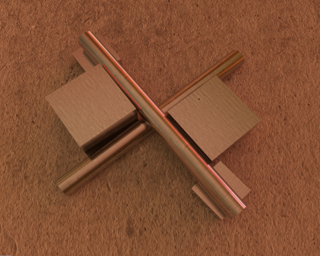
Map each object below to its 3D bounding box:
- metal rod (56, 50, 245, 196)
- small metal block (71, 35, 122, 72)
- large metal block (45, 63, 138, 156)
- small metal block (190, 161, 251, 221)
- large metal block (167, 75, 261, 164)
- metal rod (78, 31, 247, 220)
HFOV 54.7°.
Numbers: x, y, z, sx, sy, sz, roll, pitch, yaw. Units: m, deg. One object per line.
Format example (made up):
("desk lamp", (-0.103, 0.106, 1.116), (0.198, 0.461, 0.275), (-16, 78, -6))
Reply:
("metal rod", (-0.004, -0.014, 0.415), (0.301, 0.025, 0.025), (-37, 74, -13))
("small metal block", (-0.089, -0.097, 0.445), (0.050, 0.025, 0.050), (-36, 74, -12))
("large metal block", (-0.085, -0.022, 0.402), (0.080, 0.050, 0.080), (-35, 74, -12))
("small metal block", (0.073, 0.078, 0.382), (0.050, 0.025, 0.050), (-41, 75, -14))
("large metal block", (0.066, -0.006, 0.399), (0.080, 0.050, 0.080), (-37, 74, -13))
("metal rod", (-0.007, -0.014, 0.387), (0.025, 0.025, 0.300), (-38, 75, -13))
